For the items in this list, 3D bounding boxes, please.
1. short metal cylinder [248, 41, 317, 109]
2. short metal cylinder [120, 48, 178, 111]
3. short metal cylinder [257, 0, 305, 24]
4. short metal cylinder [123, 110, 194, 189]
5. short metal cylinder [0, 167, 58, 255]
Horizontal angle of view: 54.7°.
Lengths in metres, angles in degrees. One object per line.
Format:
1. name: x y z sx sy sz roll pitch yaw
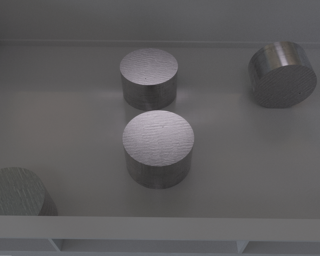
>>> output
1. short metal cylinder: 0.168 -0.072 0.431 0.080 0.080 0.050 1 50 0
2. short metal cylinder: -0.015 -0.071 0.448 0.080 0.050 0.080 0 50 0
3. short metal cylinder: 0.222 -0.243 0.577 0.080 0.080 0.050 5 50 4
4. short metal cylinder: -0.002 0.025 0.368 0.080 0.050 0.080 0 50 0
5. short metal cylinder: -0.151 0.087 0.315 0.080 0.050 0.080 0 50 0
